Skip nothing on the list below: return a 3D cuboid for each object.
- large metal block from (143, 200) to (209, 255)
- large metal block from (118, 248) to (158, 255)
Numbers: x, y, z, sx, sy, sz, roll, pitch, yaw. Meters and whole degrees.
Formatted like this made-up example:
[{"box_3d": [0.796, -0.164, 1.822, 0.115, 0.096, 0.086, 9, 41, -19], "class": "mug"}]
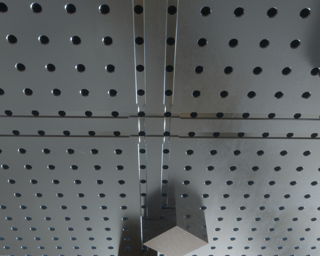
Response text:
[{"box_3d": [0.027, 0.184, 0.552, 0.080, 0.050, 0.080, -37, 121, 27], "class": "large metal block"}, {"box_3d": [-0.049, 0.296, 0.627, 0.081, 0.080, 0.050, 7, 130, -6], "class": "large metal block"}]
